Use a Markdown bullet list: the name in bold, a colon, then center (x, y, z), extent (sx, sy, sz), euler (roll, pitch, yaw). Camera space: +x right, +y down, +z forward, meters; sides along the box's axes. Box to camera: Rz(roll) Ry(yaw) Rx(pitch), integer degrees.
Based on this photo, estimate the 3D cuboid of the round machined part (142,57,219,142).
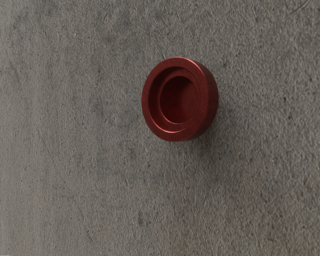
- **round machined part**: center (0.028, -0.033, 0.372), extent (0.098, 0.042, 0.097), euler (0, 90, 40)
